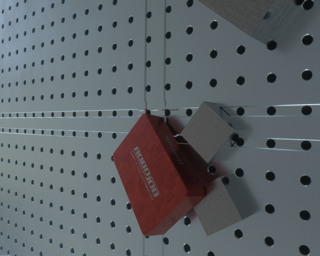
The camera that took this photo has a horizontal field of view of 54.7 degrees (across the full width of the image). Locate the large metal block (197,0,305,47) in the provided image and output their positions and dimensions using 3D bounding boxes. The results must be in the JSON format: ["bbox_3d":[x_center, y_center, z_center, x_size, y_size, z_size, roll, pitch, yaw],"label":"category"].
[{"bbox_3d":[0.097,-0.142,0.312,0.080,0.050,0.080,48,118,29],"label":"large metal block"}]

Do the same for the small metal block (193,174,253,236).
[{"bbox_3d":[0.067,0.088,0.353,0.050,0.025,0.050,-39,66,32],"label":"small metal block"}]

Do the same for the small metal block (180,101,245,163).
[{"bbox_3d":[0.060,0.005,0.359,0.050,0.025,0.050,48,118,29],"label":"small metal block"}]

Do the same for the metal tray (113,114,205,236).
[{"bbox_3d":[-0.008,0.056,0.394,0.090,0.030,0.130,-51,48,27],"label":"metal tray"}]
